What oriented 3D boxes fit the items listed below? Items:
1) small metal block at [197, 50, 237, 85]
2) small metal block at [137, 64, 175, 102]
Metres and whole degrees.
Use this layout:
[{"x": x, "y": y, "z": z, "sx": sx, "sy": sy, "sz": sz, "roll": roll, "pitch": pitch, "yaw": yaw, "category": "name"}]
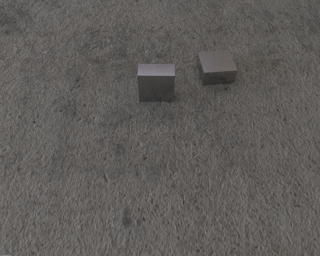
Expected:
[{"x": 0.087, "y": -0.094, "z": 0.483, "sx": 0.050, "sy": 0.025, "sz": 0.050, "roll": -5, "pitch": 50, "yaw": -4, "category": "small metal block"}, {"x": -0.005, "y": -0.063, "z": 0.440, "sx": 0.050, "sy": 0.050, "sz": 0.025, "roll": 0, "pitch": 50, "yaw": 0, "category": "small metal block"}]
